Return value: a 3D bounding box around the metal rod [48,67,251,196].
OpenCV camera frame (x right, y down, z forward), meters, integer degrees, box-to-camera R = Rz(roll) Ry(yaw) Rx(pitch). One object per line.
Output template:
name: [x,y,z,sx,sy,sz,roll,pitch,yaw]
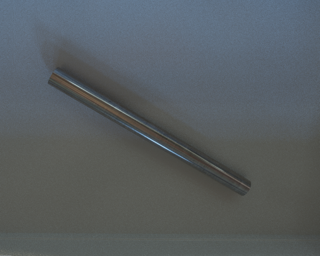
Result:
metal rod: [-0.005,0.010,0.413,0.301,0.025,0.025,31,107,-11]
